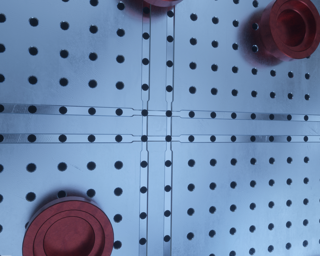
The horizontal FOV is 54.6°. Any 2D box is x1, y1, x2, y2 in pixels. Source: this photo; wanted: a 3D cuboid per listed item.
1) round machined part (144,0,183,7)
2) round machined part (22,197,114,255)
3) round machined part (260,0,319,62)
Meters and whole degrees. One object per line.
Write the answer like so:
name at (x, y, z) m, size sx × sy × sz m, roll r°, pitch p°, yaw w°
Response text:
round machined part at (-0.001, -0.206, 0.403) m, size 0.099 × 0.042 × 0.097 m, roll 0°, pitch 90°, yaw -20°
round machined part at (-0.107, 0.129, 0.364) m, size 0.099 × 0.042 × 0.097 m, roll 0°, pitch 90°, yaw -20°
round machined part at (0.194, -0.150, 0.474) m, size 0.099 × 0.042 × 0.097 m, roll 0°, pitch 90°, yaw -20°
